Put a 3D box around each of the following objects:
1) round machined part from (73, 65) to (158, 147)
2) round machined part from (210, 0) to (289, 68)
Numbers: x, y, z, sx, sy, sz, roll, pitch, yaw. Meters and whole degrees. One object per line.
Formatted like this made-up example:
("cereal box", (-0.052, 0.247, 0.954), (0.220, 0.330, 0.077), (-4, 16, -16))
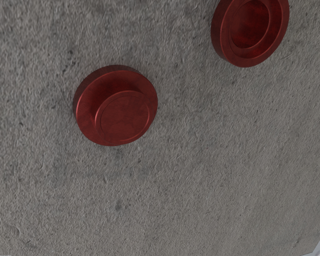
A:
("round machined part", (-0.047, -0.020, 0.358), (0.099, 0.042, 0.097), (-14, 124, -21))
("round machined part", (0.102, -0.126, 0.373), (0.099, 0.042, 0.097), (-14, 124, -21))
